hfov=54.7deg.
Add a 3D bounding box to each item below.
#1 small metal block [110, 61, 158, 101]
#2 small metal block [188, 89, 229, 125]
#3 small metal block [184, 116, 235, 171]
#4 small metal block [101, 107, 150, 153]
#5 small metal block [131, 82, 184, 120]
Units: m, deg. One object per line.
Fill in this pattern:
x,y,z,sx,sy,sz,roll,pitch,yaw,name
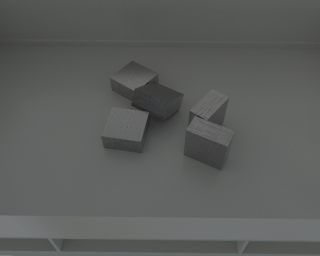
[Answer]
-0.038,-0.069,0.463,0.050,0.025,0.050,30,56,23,small metal block
0.062,-0.014,0.401,0.025,0.050,0.050,32,57,24,small metal block
0.058,0.019,0.373,0.050,0.050,0.025,22,54,17,small metal block
-0.043,0.002,0.403,0.050,0.025,0.050,8,51,6,small metal block
-0.003,-0.039,0.425,0.050,0.025,0.050,26,29,20,small metal block
